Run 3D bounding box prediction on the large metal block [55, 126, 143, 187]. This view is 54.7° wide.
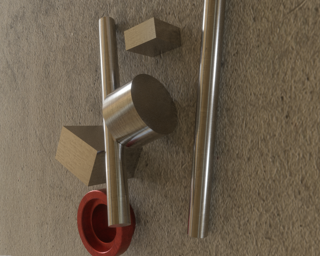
[{"bbox_3d":[-0.086,0.035,0.438,0.080,0.081,0.050,29,108,36],"label":"large metal block"}]

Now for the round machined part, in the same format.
[{"bbox_3d":[-0.074,0.137,0.453,0.098,0.042,0.097,0,90,39],"label":"round machined part"}]

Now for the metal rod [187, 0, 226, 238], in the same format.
[{"bbox_3d":[0.054,-0.023,0.358,0.025,0.025,0.298,6,94,39],"label":"metal rod"}]

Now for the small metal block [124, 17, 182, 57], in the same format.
[{"bbox_3d":[-0.009,-0.113,0.394,0.050,0.050,0.025,-11,83,39],"label":"small metal block"}]

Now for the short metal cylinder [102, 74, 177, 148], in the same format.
[{"bbox_3d":[-0.024,-0.020,0.386,0.050,0.081,0.080,-27,74,35],"label":"short metal cylinder"}]

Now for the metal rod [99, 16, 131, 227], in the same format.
[{"bbox_3d":[-0.063,-0.026,0.406,0.025,0.025,0.299,-28,58,36],"label":"metal rod"}]
